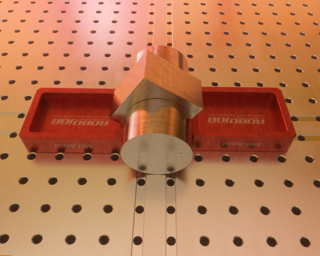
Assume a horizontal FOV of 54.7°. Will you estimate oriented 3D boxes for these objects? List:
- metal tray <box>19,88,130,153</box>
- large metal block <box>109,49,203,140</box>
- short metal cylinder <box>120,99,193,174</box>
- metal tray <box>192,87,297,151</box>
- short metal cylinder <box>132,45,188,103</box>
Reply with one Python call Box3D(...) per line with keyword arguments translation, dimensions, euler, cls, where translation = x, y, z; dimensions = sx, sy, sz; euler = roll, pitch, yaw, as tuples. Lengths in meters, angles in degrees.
Box3D(translation=(-0.106, -0.012, 0.413), dimensions=(0.131, 0.030, 0.090), euler=(1, 50, 0), cls="metal tray")
Box3D(translation=(-0.005, -0.036, 0.383), dimensions=(0.080, 0.080, 0.050), euler=(25, 45, -24), cls="large metal block")
Box3D(translation=(-0.003, 0.012, 0.361), dimensions=(0.080, 0.080, 0.050), euler=(1, 50, 1), cls="short metal cylinder")
Box3D(translation=(0.103, -0.014, 0.416), dimensions=(0.131, 0.030, 0.090), euler=(1, 50, 0), cls="metal tray")
Box3D(translation=(0.000, -0.065, 0.426), dimensions=(0.080, 0.080, 0.050), euler=(1, 50, 1), cls="short metal cylinder")
